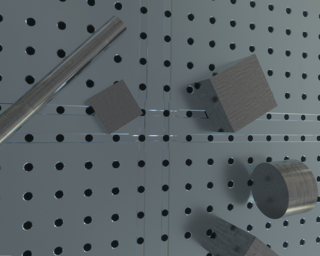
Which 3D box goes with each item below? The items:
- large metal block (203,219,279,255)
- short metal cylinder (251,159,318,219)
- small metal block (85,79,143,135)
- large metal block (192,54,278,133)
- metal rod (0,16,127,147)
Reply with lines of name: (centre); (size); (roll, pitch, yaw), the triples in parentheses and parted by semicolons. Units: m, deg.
large metal block: (0.121, 0.180, 0.430); (0.080, 0.080, 0.050); (41, 77, -16)
short metal cylinder: (0.178, 0.088, 0.451); (0.050, 0.080, 0.079); (-4, 92, -20)
small metal block: (-0.058, -0.026, 0.392); (0.050, 0.025, 0.050); (-33, 101, -17)
large metal block: (0.106, -0.048, 0.440); (0.080, 0.050, 0.080); (-30, 100, -18)
metal rod: (-0.151, -0.026, 0.356); (0.301, 0.025, 0.025); (-47, 105, -14)
